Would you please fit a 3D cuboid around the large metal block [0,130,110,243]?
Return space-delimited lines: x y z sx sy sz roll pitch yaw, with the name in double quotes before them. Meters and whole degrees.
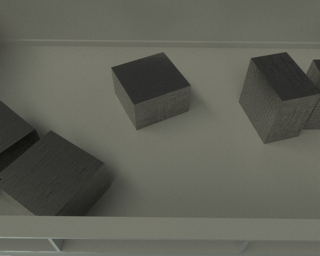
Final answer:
"large metal block" -0.114 0.061 0.337 0.080 0.050 0.080 28 55 21

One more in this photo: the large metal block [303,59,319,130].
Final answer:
"large metal block" 0.234 -0.042 0.406 0.081 0.080 0.050 0 50 0

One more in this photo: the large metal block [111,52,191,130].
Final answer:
"large metal block" -0.013 -0.054 0.434 0.081 0.050 0.080 -21 53 -17

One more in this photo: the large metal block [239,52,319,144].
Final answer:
"large metal block" 0.150 -0.039 0.403 0.050 0.080 0.080 -12 51 -10

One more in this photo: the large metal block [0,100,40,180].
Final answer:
"large metal block" -0.199 0.021 0.370 0.080 0.050 0.080 33 57 24
